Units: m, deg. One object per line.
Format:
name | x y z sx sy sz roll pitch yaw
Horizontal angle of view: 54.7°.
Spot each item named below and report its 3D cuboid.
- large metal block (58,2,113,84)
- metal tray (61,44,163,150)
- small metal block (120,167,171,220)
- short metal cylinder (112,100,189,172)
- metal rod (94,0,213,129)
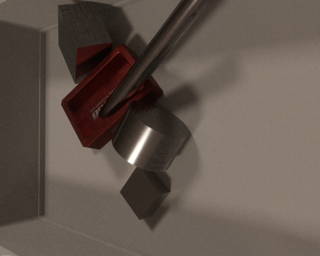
large metal block | -0.114 -0.125 0.461 0.080 0.050 0.080 63 153 20
metal tray | -0.071 -0.043 0.437 0.130 0.030 0.090 -40 65 14
small metal block | -0.021 0.087 0.422 0.050 0.025 0.050 48 118 29
short metal cylinder | -0.012 0.009 0.379 0.080 0.081 0.050 43 116 31
metal rod | -0.038 -0.055 0.398 0.299 0.025 0.025 -43 64 44
